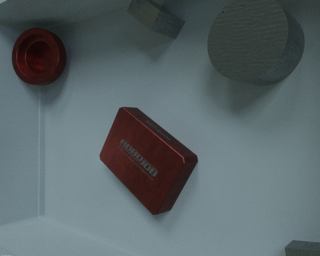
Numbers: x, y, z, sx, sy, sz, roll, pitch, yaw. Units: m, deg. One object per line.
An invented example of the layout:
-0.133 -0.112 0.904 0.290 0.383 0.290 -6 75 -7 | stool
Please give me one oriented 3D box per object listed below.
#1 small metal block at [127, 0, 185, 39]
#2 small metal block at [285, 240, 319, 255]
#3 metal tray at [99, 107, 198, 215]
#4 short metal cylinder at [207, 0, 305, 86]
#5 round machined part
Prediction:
-0.005 -0.141 0.393 0.050 0.050 0.025 46 118 30 | small metal block
0.148 0.134 0.284 0.050 0.025 0.050 -10 84 39 | small metal block
-0.021 0.040 0.419 0.130 0.030 0.089 39 113 32 | metal tray
0.096 -0.085 0.311 0.080 0.050 0.079 0 90 39 | short metal cylinder
-0.209 -0.124 0.551 0.098 0.042 0.097 0 91 18 | round machined part
